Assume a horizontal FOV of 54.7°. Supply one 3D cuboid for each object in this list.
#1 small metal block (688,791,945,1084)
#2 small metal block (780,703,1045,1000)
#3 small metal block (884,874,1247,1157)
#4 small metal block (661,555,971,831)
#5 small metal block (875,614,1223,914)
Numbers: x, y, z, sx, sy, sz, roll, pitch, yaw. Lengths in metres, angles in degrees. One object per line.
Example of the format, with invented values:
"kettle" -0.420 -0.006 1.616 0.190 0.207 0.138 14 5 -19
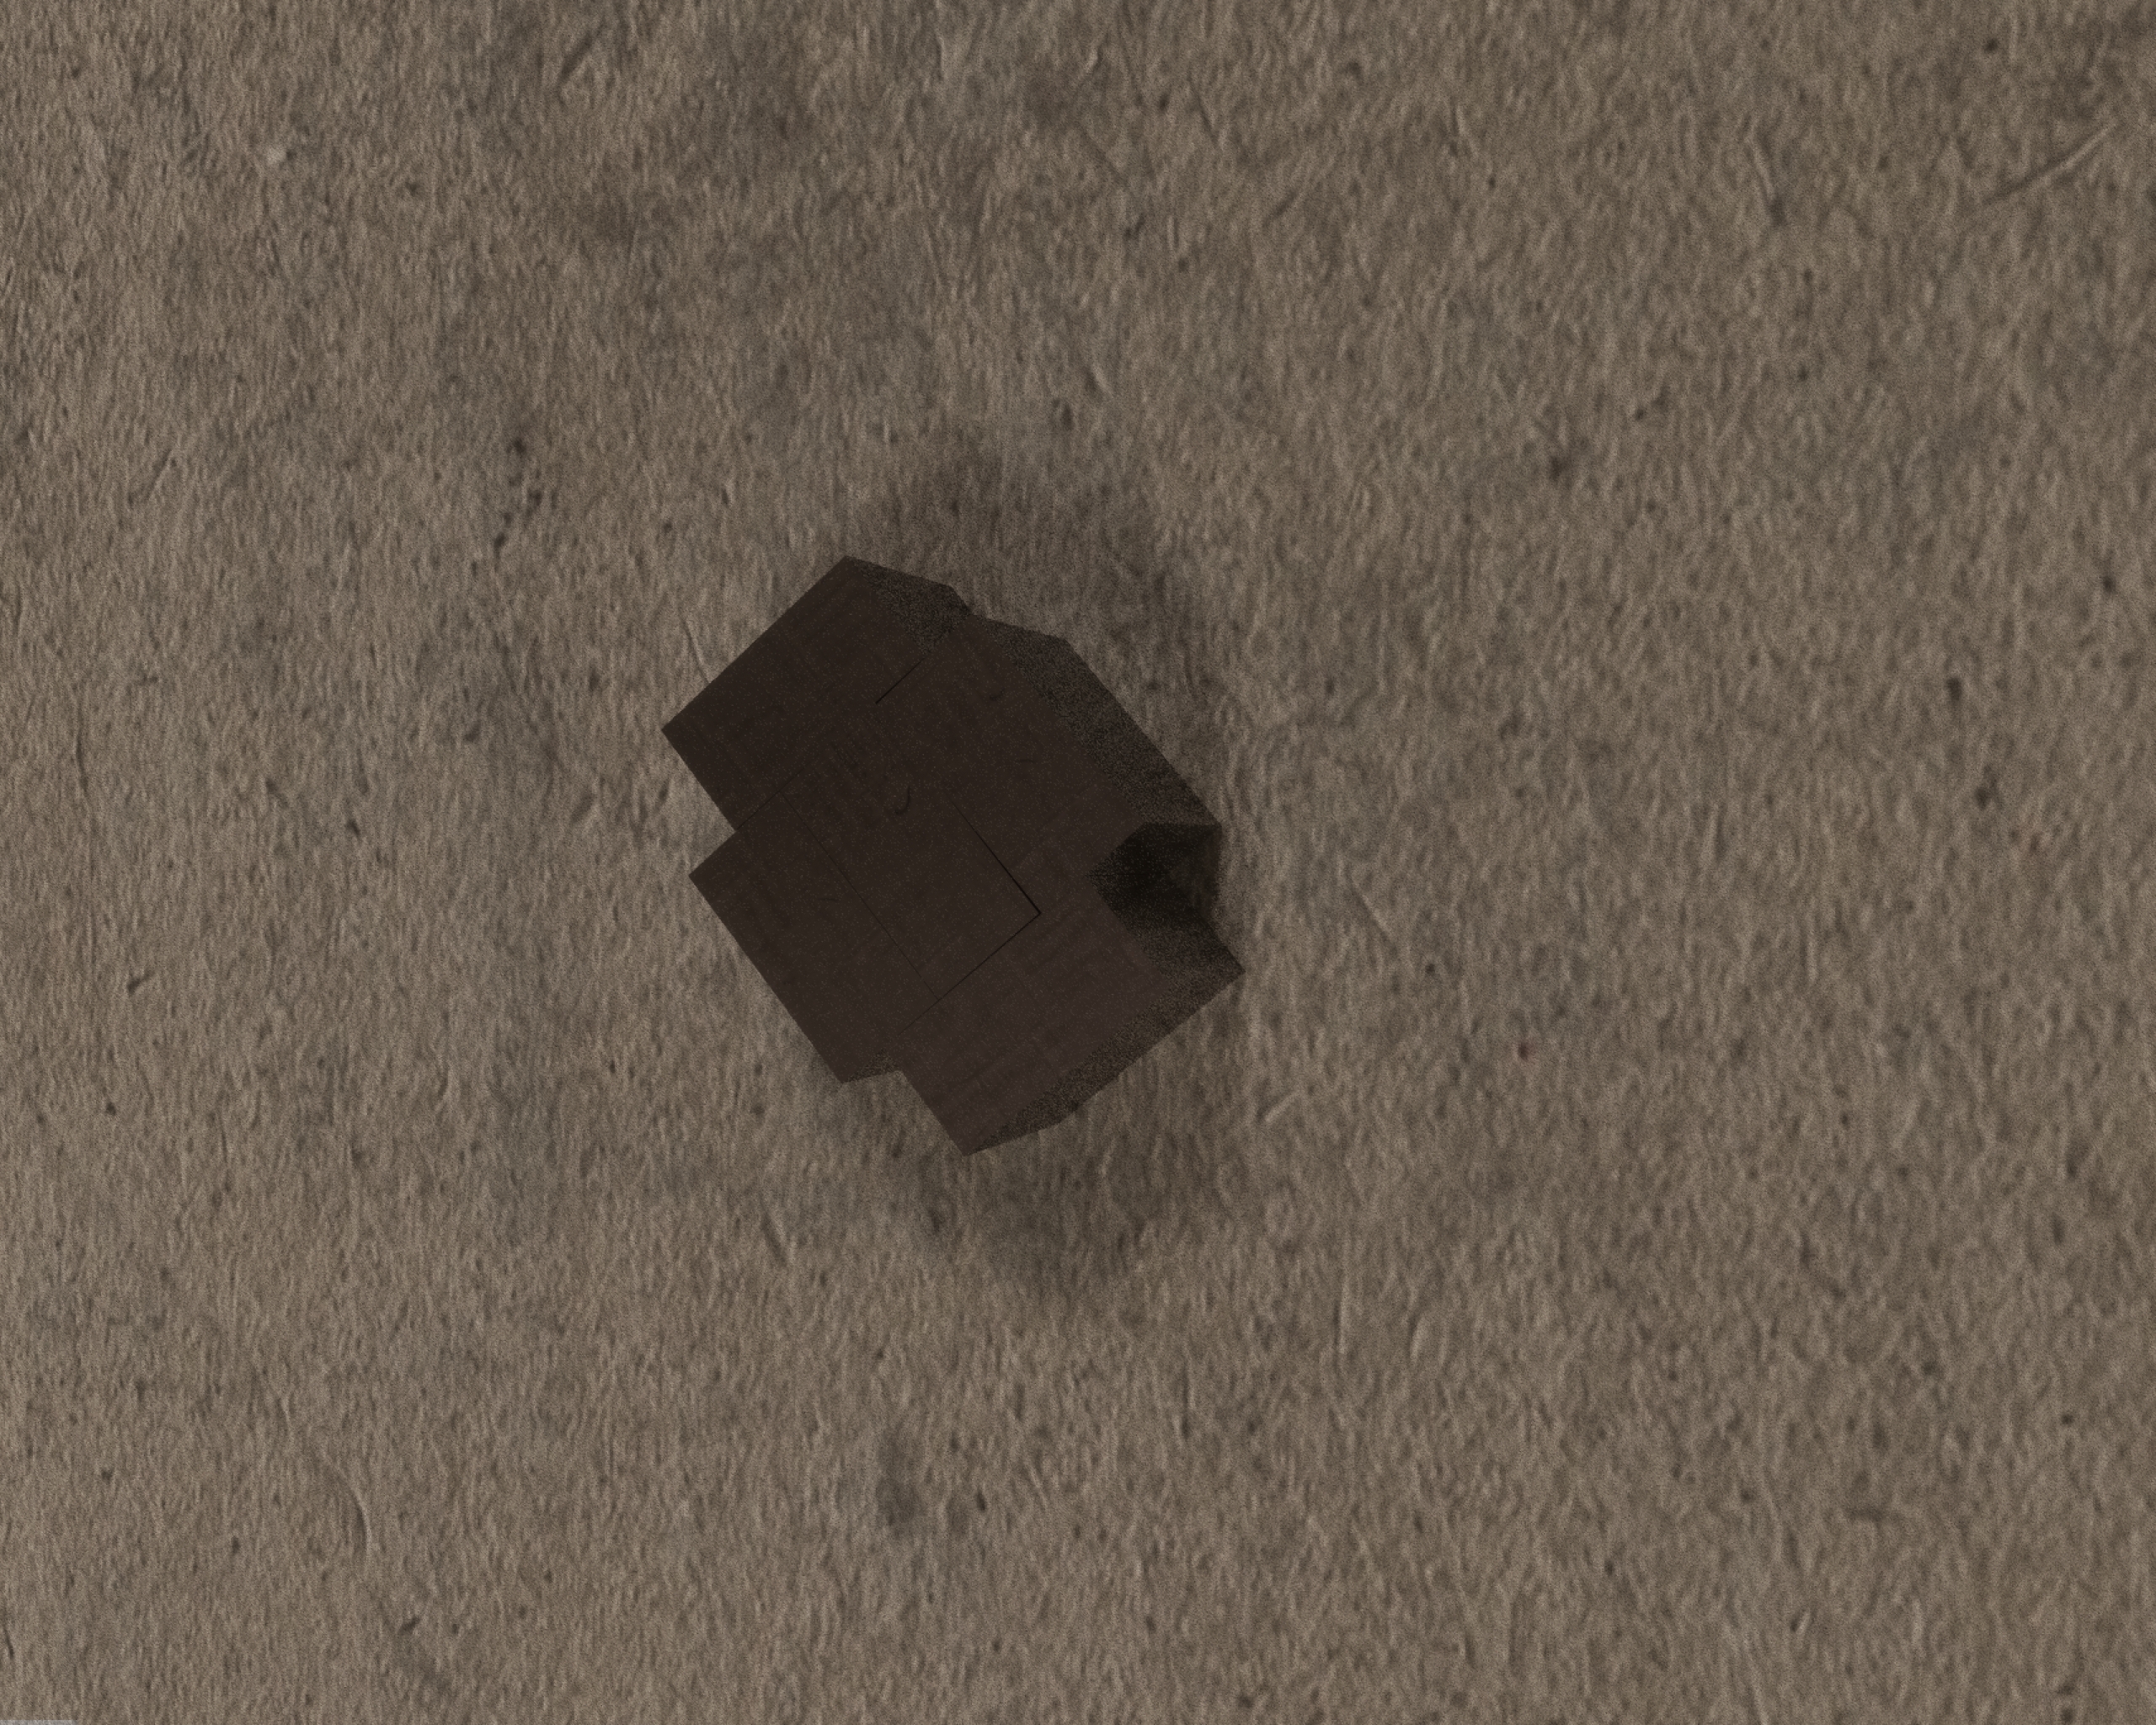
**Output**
"small metal block" -0.041 0.014 0.410 0.025 0.050 0.050 -42 77 15
"small metal block" -0.023 -0.002 0.403 0.025 0.050 0.050 -42 77 15
"small metal block" -0.001 0.028 0.396 0.050 0.050 0.025 -41 78 15
"small metal block" -0.045 -0.031 0.411 0.050 0.050 0.025 -41 78 15
"small metal block" -0.004 -0.018 0.397 0.025 0.050 0.050 -42 77 15
